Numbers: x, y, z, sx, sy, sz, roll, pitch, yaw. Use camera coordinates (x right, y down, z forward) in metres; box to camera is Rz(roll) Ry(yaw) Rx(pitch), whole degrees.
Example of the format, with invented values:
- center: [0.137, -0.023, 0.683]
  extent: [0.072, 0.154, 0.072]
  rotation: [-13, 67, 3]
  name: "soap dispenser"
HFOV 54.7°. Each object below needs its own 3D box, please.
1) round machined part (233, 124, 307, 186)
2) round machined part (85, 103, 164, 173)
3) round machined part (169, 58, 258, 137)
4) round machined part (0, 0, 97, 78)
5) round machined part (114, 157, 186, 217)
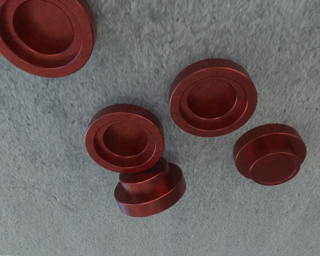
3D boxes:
- center: [0.156, 0.044, 0.436]
  extent: [0.099, 0.042, 0.097]
  rotation: [-1, 130, 0]
  name: "round machined part"
- center: [-0.044, 0.009, 0.400]
  extent: [0.099, 0.042, 0.097]
  rotation: [0, 126, 0]
  name: "round machined part"
- center: [0.060, -0.039, 0.364]
  extent: [0.099, 0.042, 0.097]
  rotation: [-1, 130, 0]
  name: "round machined part"
- center: [-0.112, -0.102, 0.307]
  extent: [0.099, 0.042, 0.097]
  rotation: [-1, 130, 0]
  name: "round machined part"
- center: [-0.017, 0.073, 0.425]
  extent: [0.098, 0.098, 0.042]
  rotation: [-14, 112, 11]
  name: "round machined part"
